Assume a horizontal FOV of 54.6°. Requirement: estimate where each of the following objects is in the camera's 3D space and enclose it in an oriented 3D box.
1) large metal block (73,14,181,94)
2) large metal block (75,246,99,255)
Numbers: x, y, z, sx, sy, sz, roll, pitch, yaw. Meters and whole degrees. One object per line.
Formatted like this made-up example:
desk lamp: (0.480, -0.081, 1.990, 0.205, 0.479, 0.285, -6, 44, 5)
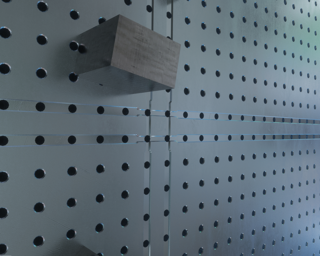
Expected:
large metal block: (-0.037, -0.075, 0.342, 0.081, 0.080, 0.050, 14, 82, -39)
large metal block: (-0.077, 0.190, 0.328, 0.080, 0.050, 0.080, -44, 117, -31)
